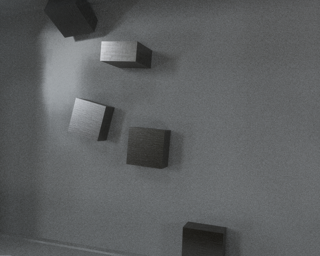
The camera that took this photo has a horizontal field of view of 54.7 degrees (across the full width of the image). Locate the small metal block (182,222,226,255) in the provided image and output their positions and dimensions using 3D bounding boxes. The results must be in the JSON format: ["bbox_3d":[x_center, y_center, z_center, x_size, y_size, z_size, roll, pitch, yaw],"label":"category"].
[{"bbox_3d":[0.056,0.150,0.391,0.050,0.025,0.050,3,91,20],"label":"small metal block"}]

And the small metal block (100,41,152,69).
[{"bbox_3d":[-0.044,-0.097,0.413,0.050,0.050,0.025,5,92,20],"label":"small metal block"}]

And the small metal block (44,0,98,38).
[{"bbox_3d":[-0.124,-0.159,0.438,0.050,0.050,0.025,-4,58,20],"label":"small metal block"}]

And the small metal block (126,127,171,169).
[{"bbox_3d":[-0.015,0.026,0.416,0.050,0.025,0.050,5,92,20],"label":"small metal block"}]

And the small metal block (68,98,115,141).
[{"bbox_3d":[-0.099,-0.012,0.445,0.050,0.025,0.050,17,96,19],"label":"small metal block"}]
